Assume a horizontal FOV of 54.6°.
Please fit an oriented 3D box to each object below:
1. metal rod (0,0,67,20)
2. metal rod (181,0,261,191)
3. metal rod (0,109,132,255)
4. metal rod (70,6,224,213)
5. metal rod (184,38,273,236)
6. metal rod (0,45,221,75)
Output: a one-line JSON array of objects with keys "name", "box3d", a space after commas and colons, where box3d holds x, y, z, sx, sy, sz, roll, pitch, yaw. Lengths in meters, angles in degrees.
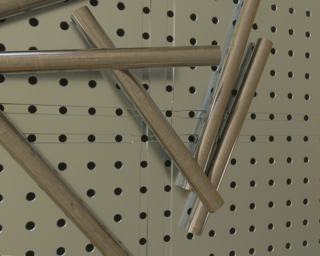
[{"name": "metal rod", "box3d": [-0.143, -0.152, 0.359, 0.302, 0.025, 0.025, -26, 99, -18]}, {"name": "metal rod", "box3d": [0.090, -0.055, 0.445, 0.025, 0.025, 0.299, 21, 83, -19]}, {"name": "metal rod", "box3d": [-0.121, 0.073, 0.367, 0.025, 0.025, 0.300, -41, 103, -15]}, {"name": "metal rod", "box3d": [-0.012, -0.019, 0.392, 0.025, 0.025, 0.299, -37, 96, -16]}, {"name": "metal rod", "box3d": [0.102, 0.007, 0.449, 0.025, 0.025, 0.299, 25, 82, -18]}, {"name": "metal rod", "box3d": [-0.078, -0.078, 0.354, 0.302, 0.025, 0.025, -4, 92, -9]}]
